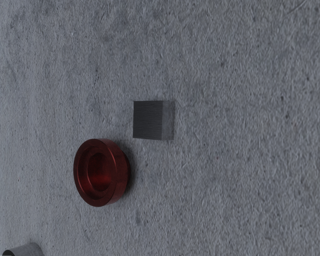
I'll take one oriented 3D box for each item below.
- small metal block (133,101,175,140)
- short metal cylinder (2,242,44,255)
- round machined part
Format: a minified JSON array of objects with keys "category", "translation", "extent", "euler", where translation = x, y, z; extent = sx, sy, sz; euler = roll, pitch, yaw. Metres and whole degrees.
[{"category":"small metal block","translation":[-0.009,-0.010,0.410],"extent":[0.050,0.025,0.050],"euler":[3,92,39]},{"category":"short metal cylinder","translation":[-0.268,0.272,0.606],"extent":[0.080,0.050,0.079],"euler":[0,90,39]},{"category":"round machined part","translation":[-0.082,0.064,0.459],"extent":[0.098,0.042,0.097],"euler":[0,90,39]}]
